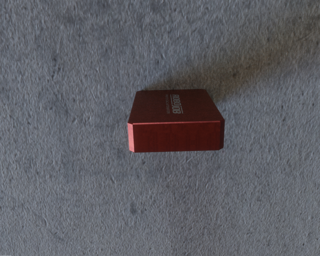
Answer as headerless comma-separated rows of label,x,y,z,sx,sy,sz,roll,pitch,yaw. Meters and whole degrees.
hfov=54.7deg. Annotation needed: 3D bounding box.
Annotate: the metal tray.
metal tray,0.015,-0.014,0.349,0.091,0.130,0.030,-2,110,0
